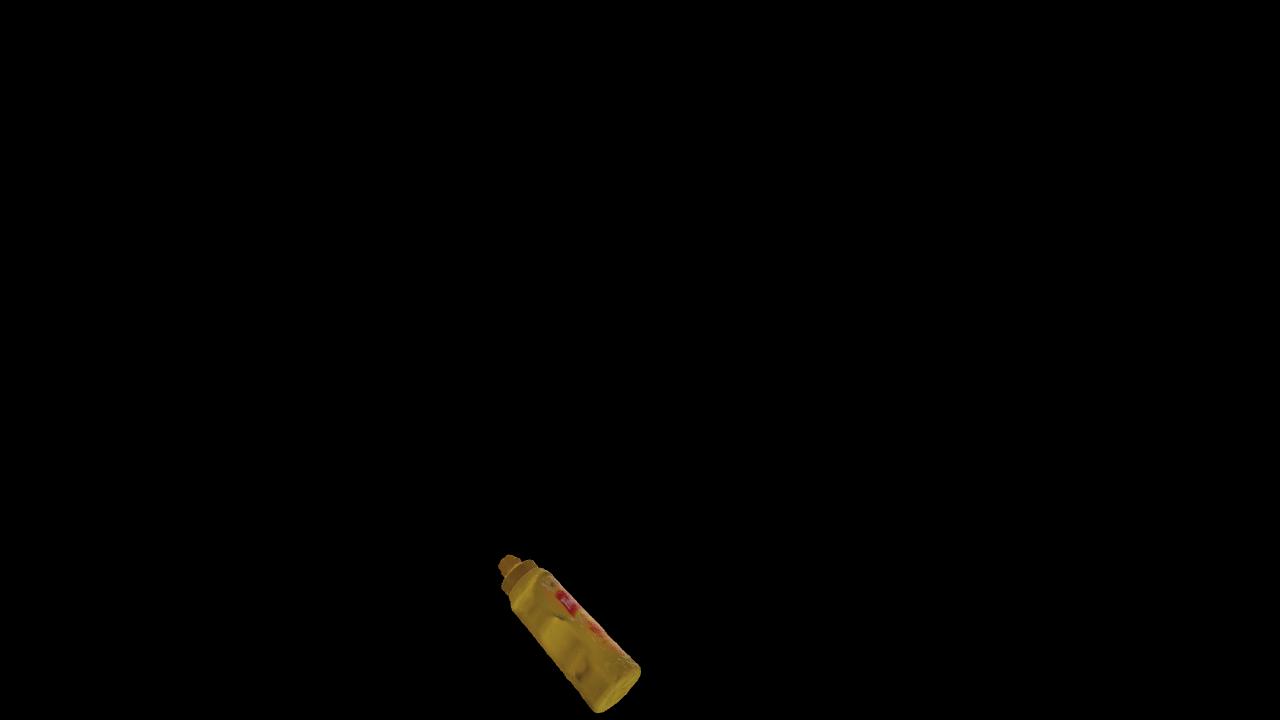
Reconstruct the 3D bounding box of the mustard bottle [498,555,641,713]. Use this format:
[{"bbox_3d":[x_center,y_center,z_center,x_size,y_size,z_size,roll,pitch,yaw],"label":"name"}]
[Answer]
[{"bbox_3d":[-0.083,0.268,0.629,0.184,0.054,0.092,38,0,26],"label":"mustard bottle"}]
